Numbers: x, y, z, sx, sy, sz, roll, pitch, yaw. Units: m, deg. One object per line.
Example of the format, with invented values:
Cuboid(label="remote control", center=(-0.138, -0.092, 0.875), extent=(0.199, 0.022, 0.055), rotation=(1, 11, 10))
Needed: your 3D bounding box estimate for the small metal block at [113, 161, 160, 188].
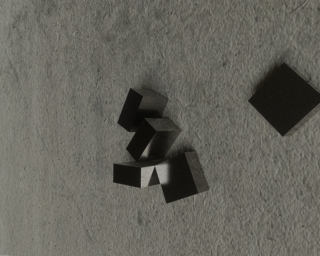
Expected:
Cuboid(label="small metal block", center=(-0.026, 0.060, 0.410), extent=(0.050, 0.050, 0.025), rotation=(2, 91, 40))

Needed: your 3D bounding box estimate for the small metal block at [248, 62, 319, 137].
Cuboid(label="small metal block", center=(0.125, -0.027, 0.302), extent=(0.050, 0.025, 0.050), rotation=(-51, 60, 28))

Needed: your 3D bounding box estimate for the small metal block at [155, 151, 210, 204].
Cuboid(label="small metal block", center=(0.027, 0.061, 0.383), extent=(0.050, 0.025, 0.050), rotation=(-28, 73, 36))

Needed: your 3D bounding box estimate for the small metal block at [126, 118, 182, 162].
Cuboid(label="small metal block", center=(-0.007, 0.015, 0.395), extent=(0.025, 0.050, 0.050), rotation=(47, 118, 30))

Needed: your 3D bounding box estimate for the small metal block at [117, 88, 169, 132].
Cuboid(label="small metal block", center=(-0.022, -0.023, 0.407), extent=(0.025, 0.050, 0.050), rotation=(35, 112, 34))
